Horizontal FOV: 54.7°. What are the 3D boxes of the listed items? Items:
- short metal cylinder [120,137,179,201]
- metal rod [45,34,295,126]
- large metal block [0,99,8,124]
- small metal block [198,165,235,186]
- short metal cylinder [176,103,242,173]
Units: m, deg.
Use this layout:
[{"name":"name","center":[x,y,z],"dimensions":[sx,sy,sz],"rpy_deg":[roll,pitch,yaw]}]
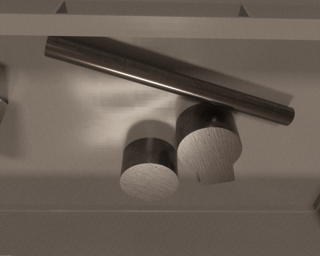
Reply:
[{"name":"short metal cylinder","center":[-0.015,0.060,0.443],"dimensions":[0.081,0.050,0.079],"rpy_deg":[0,130,0]},{"name":"metal rod","center":[0.023,-0.052,0.365],"dimensions":[0.302,0.025,0.025],"rpy_deg":[15,129,-13]},{"name":"large metal block","center":[-0.235,-0.006,0.356],"dimensions":[0.081,0.080,0.050],"rpy_deg":[19,171,-16]},{"name":"small metal block","center":[0.082,0.057,0.459],"dimensions":[0.050,0.025,0.050],"rpy_deg":[-11,130,9]},{"name":"short metal cylinder","center":[0.062,0.013,0.405],"dimensions":[0.081,0.050,0.079],"rpy_deg":[0,130,0]}]
